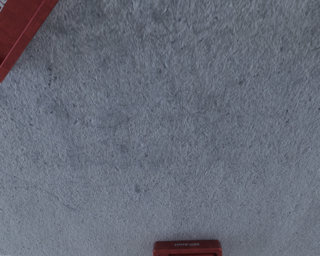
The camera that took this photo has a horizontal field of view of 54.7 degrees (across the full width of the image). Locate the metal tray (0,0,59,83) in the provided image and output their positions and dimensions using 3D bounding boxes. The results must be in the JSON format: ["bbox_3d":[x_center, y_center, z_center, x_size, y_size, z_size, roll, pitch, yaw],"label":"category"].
[{"bbox_3d":[-0.167,-0.115,0.303,0.090,0.030,0.130,35,122,-26],"label":"metal tray"}]

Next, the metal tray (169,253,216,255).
[{"bbox_3d":[0.070,0.287,0.636,0.090,0.030,0.129,-5,143,6],"label":"metal tray"}]

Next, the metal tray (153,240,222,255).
[{"bbox_3d":[0.055,0.268,0.604,0.131,0.030,0.089,-3,101,4],"label":"metal tray"}]
